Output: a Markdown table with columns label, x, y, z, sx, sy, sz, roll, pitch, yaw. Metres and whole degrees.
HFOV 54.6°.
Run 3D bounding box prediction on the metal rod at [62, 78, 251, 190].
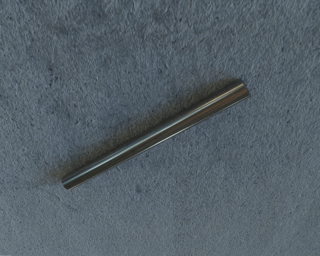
| label | x | y | z | sx | sy | sz | roll | pitch | yaw |
| --- | --- | --- | --- | --- | --- | --- | --- | --- | --- |
| metal rod | -0.020 | 0.018 | 0.424 | 0.300 | 0.025 | 0.025 | -28 | 125 | 22 |
